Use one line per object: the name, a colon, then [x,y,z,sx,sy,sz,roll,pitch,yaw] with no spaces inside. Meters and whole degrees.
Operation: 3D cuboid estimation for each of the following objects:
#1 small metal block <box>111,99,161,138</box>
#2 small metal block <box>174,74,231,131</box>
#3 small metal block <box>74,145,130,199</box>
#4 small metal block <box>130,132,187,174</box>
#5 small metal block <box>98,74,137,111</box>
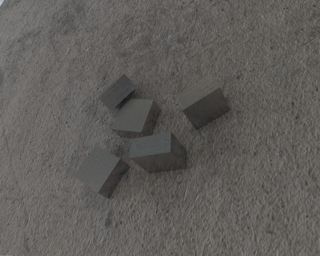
small metal block: [-0.033,-0.012,0.429,0.050,0.025,0.050,6,65,30]
small metal block: [0.053,-0.030,0.379,0.050,0.050,0.025,-32,52,7]
small metal block: [-0.077,0.057,0.409,0.050,0.025,0.050,23,74,36]
small metal block: [0.000,0.031,0.369,0.050,0.050,0.025,-11,57,22]
small metal block: [-0.064,-0.053,0.454,0.050,0.025,0.050,-44,14,-2]
